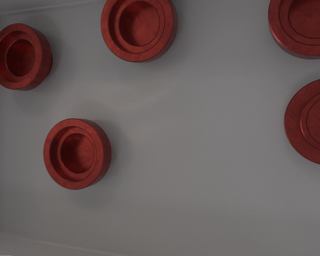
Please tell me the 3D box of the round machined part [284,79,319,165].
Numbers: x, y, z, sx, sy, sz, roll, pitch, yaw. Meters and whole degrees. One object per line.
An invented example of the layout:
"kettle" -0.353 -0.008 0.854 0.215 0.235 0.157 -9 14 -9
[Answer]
"round machined part" 0.188 -0.007 0.335 0.098 0.042 0.097 0 90 20

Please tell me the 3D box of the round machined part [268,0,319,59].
"round machined part" 0.171 -0.124 0.341 0.098 0.042 0.097 0 90 20

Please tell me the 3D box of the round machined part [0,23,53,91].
"round machined part" -0.206 -0.105 0.474 0.098 0.042 0.097 0 90 20

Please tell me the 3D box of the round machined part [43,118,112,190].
"round machined part" -0.112 0.035 0.441 0.098 0.042 0.097 0 90 20

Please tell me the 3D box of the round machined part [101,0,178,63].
"round machined part" -0.024 -0.135 0.405 0.098 0.042 0.097 3 99 18
